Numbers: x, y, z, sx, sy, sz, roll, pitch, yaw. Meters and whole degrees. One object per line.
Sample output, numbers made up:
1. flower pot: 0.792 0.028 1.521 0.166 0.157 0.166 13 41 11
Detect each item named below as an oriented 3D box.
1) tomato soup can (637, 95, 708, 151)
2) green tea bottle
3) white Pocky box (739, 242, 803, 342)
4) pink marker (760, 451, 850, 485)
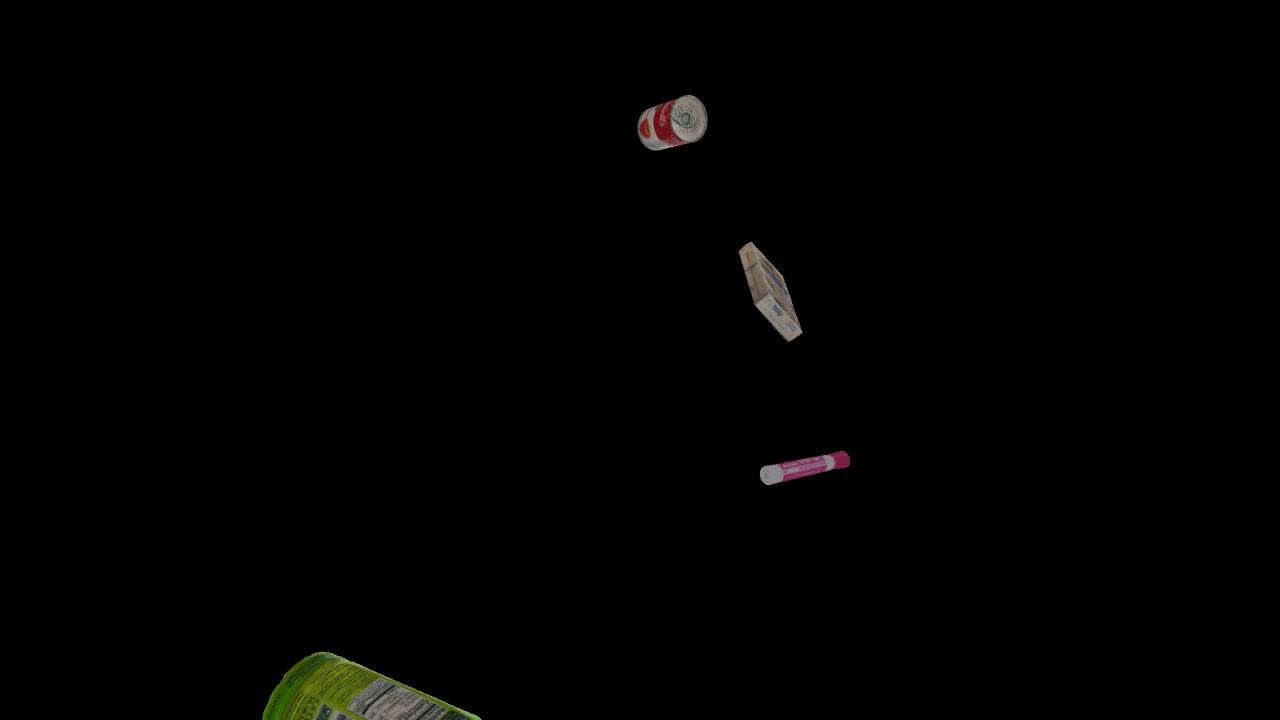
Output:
1. tomato soup can: 0.048 -0.364 0.951 0.068 0.068 0.101 0 9 -30
2. green tea bottle: -0.158 0.271 0.425 0.212 0.073 0.073 11 4 20
3. white Pocky box: 0.182 -0.099 0.866 0.028 0.154 0.084 -36 -61 24
4. pink marker: 0.175 0.111 0.641 0.121 0.020 0.020 -4 2 -32
